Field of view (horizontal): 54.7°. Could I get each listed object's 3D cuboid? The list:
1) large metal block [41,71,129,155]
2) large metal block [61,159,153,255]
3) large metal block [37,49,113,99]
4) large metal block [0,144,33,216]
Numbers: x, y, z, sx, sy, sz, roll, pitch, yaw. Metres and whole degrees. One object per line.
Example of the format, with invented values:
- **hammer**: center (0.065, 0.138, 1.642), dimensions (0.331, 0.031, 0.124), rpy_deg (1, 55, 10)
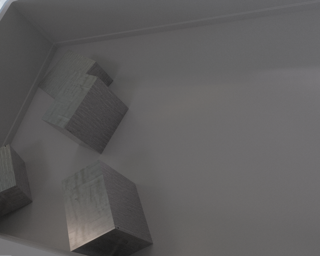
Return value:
- **large metal block**: center (-0.102, -0.021, 0.437), dimensions (0.050, 0.080, 0.080), rpy_deg (18, 71, 35)
- **large metal block**: center (-0.058, 0.094, 0.343), dimensions (0.050, 0.080, 0.080), rpy_deg (-30, 52, 9)
- **large metal block**: center (-0.139, -0.073, 0.508), dimensions (0.080, 0.050, 0.080), rpy_deg (29, 78, 37)
- **large metal block**: center (-0.243, 0.082, 0.452), dimensions (0.080, 0.050, 0.080), rpy_deg (-24, 51, -10)
